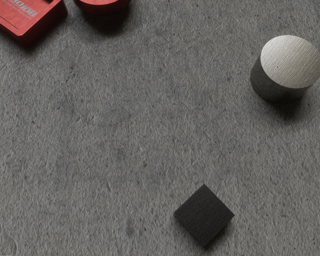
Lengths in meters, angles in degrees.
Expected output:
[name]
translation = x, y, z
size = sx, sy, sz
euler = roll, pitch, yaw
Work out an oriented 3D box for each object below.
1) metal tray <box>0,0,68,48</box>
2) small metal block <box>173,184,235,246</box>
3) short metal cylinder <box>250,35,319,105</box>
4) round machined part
[metal tray]
translation = -0.221, -0.191, 0.473
size = 0.130, 0.030, 0.090
euler = 35, 74, 12
[small metal block]
translation = 0.052, 0.104, 0.371
size = 0.050, 0.025, 0.050
euler = -41, 75, -14
[short metal cylinder]
translation = 0.171, -0.079, 0.425
size = 0.081, 0.050, 0.080
euler = 0, 70, 0
[round machined part]
translation = -0.087, -0.213, 0.476
size = 0.099, 0.042, 0.098
euler = 0, 70, 0
